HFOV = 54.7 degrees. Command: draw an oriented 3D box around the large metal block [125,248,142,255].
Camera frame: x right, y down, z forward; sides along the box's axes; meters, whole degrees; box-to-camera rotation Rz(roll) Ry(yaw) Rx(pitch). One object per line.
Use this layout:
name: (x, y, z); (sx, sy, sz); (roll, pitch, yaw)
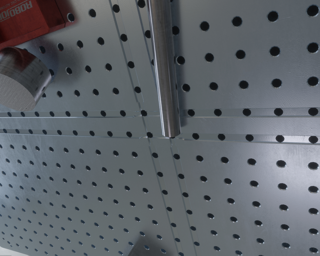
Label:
large metal block: (-0.051, 0.295, 0.604); (0.080, 0.050, 0.080); (39, 129, 2)

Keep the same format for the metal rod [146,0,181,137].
metal rod: (0.000, -0.124, 0.334); (0.025, 0.025, 0.298); (8, 122, 24)

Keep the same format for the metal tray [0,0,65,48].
metal tray: (-0.199, -0.159, 0.414); (0.130, 0.030, 0.090); (-7, 115, 31)

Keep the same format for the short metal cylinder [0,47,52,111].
short metal cylinder: (-0.205, -0.068, 0.443); (0.080, 0.050, 0.080); (11, 146, 8)
